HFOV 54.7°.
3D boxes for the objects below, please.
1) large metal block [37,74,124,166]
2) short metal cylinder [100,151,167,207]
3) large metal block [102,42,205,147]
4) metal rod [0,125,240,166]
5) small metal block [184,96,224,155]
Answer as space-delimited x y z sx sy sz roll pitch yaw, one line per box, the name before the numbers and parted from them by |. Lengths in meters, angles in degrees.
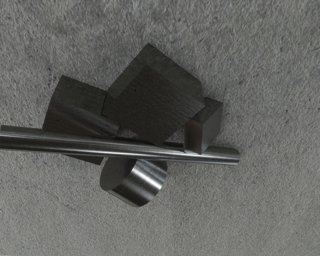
large metal block | -0.097 -0.008 0.384 0.080 0.050 0.079 19 127 -16
short metal cylinder | -0.037 0.060 0.423 0.080 0.080 0.050 -36 122 26
large metal block | -0.007 -0.036 0.358 0.080 0.050 0.080 32 123 -25
metal rod | -0.026 0.025 0.376 0.302 0.025 0.025 7 132 -28
small metal block | 0.054 -0.003 0.387 0.025 0.050 0.050 24 137 27
